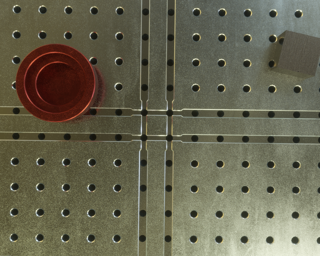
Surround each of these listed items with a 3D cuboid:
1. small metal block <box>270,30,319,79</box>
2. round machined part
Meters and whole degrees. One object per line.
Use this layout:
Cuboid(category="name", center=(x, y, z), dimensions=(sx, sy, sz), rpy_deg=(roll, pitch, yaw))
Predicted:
Cuboid(category="small metal block", center=(0.183, -0.097, 0.415), dimensions=(0.050, 0.025, 0.050), rpy_deg=(13, 90, 0))
Cuboid(category="round machined part", center=(-0.129, -0.056, 0.404), dimensions=(0.099, 0.042, 0.097), rpy_deg=(0, 90, 0))
